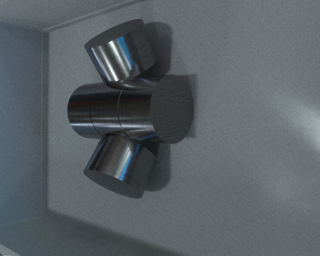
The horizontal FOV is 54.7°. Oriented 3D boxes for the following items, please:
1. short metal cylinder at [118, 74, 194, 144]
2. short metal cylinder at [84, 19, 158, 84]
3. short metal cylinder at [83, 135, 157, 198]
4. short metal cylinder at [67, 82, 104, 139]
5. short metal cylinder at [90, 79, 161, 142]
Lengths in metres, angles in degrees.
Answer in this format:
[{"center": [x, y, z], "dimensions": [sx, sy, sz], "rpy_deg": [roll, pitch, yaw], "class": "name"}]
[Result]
[{"center": [-0.003, -0.022, 0.372], "dimensions": [0.050, 0.081, 0.079], "rpy_deg": [2, 91, 40], "class": "short metal cylinder"}, {"center": [-0.049, -0.099, 0.400], "dimensions": [0.080, 0.080, 0.050], "rpy_deg": [3, 129, 40], "class": "short metal cylinder"}, {"center": [-0.051, 0.051, 0.401], "dimensions": [0.080, 0.080, 0.050], "rpy_deg": [0, 56, 40], "class": "short metal cylinder"}, {"center": [-0.081, -0.024, 0.436], "dimensions": [0.050, 0.081, 0.079], "rpy_deg": [2, 91, 40], "class": "short metal cylinder"}, {"center": [-0.042, -0.023, 0.404], "dimensions": [0.050, 0.081, 0.079], "rpy_deg": [2, 91, 40], "class": "short metal cylinder"}]
